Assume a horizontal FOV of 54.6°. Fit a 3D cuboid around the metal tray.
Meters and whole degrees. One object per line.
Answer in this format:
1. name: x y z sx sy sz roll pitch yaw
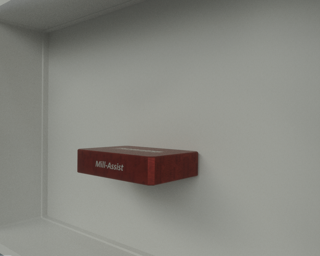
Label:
1. metal tray: -0.029 0.043 0.389 0.130 0.091 0.030 1 91 40
